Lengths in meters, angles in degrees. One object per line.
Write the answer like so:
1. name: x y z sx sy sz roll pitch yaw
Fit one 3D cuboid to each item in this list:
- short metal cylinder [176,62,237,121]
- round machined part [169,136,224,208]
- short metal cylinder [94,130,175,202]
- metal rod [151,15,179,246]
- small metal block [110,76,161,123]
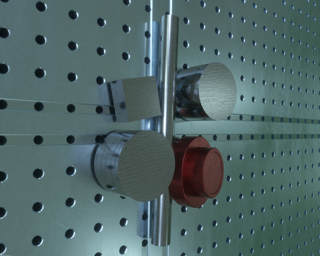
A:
1. short metal cylinder: 0.064 -0.050 0.442 0.081 0.050 0.079 0 90 -40
2. round machined part: 0.055 0.060 0.424 0.099 0.042 0.097 1 89 -56
3. short metal cylinder: -0.029 0.042 0.363 0.081 0.050 0.079 0 90 -40
4. metal rod: 0.007 0.002 0.410 0.025 0.025 0.298 4 88 -40
5. small metal block: -0.029 -0.036 0.380 0.050 0.025 0.050 -15 99 -39
